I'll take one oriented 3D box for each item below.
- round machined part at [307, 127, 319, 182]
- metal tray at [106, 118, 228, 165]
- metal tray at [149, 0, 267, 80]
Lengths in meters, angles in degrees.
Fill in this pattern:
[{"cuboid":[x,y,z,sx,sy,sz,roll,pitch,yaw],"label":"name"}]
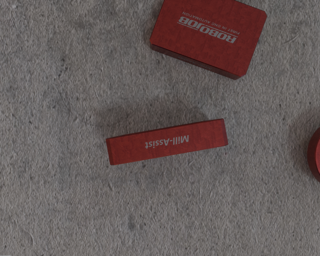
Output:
[{"cuboid":[0.241,0.035,0.405,0.099,0.042,0.097,0,90,-1],"label":"round machined part"},{"cuboid":[0.008,0.015,0.377,0.131,0.090,0.030,-10,90,-1],"label":"metal tray"},{"cuboid":[0.062,-0.128,0.408,0.131,0.030,0.090,20,90,-1],"label":"metal tray"}]
